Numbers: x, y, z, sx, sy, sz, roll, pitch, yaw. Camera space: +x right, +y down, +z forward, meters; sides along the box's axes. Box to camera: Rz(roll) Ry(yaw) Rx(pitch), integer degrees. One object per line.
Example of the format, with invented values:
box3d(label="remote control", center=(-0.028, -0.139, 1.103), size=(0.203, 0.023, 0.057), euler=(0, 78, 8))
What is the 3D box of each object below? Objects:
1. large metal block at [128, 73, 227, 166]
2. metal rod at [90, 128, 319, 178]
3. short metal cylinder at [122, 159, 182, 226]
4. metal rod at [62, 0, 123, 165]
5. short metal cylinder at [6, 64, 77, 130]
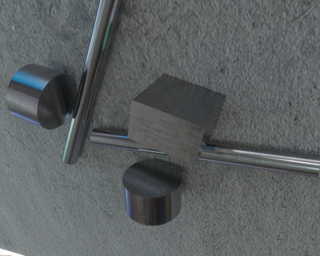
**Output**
box3d(label="large metal block", center=(0.020, -0.014, 0.352), size=(0.080, 0.080, 0.050), euler=(22, 127, 15))
box3d(label="metal rod", center=(0.039, 0.027, 0.403), size=(0.301, 0.025, 0.025), euler=(6, 121, 25))
box3d(label="short metal cylinder", center=(-0.010, 0.087, 0.431), size=(0.080, 0.080, 0.050), euler=(13, 124, 21))
box3d(label="metal rod", center=(-0.099, -0.053, 0.425), size=(0.025, 0.025, 0.298), euler=(32, 129, 7))
box3d(label="short metal cylinder", center=(-0.161, -0.044, 0.429), size=(0.050, 0.080, 0.079), euler=(20, 126, 16))
